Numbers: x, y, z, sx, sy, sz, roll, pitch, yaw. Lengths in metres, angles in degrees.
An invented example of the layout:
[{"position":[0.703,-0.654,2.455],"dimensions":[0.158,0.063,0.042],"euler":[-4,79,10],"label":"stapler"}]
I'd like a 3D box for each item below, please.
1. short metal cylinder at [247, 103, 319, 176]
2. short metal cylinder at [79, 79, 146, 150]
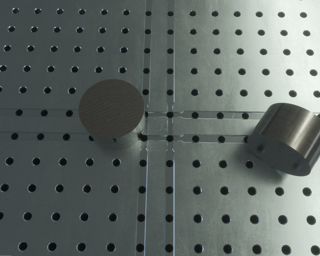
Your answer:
[{"position":[0.156,0.015,0.378],"dimensions":[0.080,0.080,0.050],"euler":[35,74,12],"label":"short metal cylinder"},{"position":[-0.060,-0.017,0.404],"dimensions":[0.081,0.050,0.080],"euler":[0,70,0],"label":"short metal cylinder"}]
